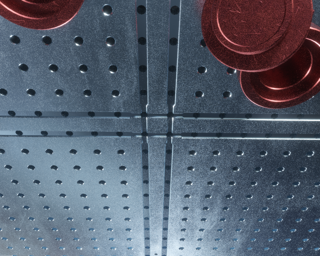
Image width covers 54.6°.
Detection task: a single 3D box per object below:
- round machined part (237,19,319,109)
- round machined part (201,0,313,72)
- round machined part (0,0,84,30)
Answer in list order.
[{"bbox_3d":[0.133,-0.072,0.340,0.099,0.042,0.097,0,130,0],"label":"round machined part"},{"bbox_3d":[0.085,-0.101,0.282,0.098,0.042,0.097,4,99,23],"label":"round machined part"},{"bbox_3d":[-0.112,-0.143,0.278,0.099,0.042,0.097,0,130,0],"label":"round machined part"}]
